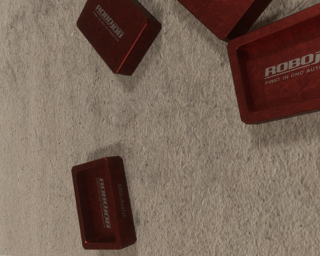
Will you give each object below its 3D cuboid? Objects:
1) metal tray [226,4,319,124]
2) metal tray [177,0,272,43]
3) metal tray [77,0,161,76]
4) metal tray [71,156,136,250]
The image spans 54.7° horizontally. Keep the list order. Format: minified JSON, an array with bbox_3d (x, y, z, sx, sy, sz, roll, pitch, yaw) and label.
[{"bbox_3d":[0.134,-0.059,0.290,0.130,0.030,0.090,-15,81,38],"label":"metal tray"},{"bbox_3d":[0.064,-0.169,0.347,0.090,0.030,0.130,-52,60,27],"label":"metal tray"},{"bbox_3d":[-0.065,-0.150,0.453,0.130,0.030,0.090,52,120,27],"label":"metal tray"},{"bbox_3d":[-0.088,0.114,0.471,0.090,0.030,0.129,-18,79,38],"label":"metal tray"}]
